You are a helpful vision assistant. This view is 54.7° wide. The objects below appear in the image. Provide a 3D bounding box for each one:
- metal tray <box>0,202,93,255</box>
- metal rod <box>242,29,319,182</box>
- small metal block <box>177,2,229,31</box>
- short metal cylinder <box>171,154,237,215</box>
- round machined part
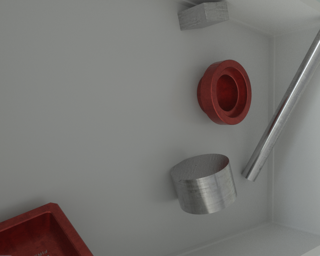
[{"bbox_3d":[-0.129,0.124,0.256,0.131,0.090,0.030,-18,134,-39],"label":"metal tray"},{"bbox_3d":[0.216,-0.046,0.515,0.025,0.025,0.298,16,104,-39],"label":"metal rod"},{"bbox_3d":[0.062,-0.160,0.444,0.050,0.050,0.025,-21,104,-38],"label":"small metal block"},{"bbox_3d":[0.060,0.074,0.424,0.081,0.080,0.050,-26,107,-37],"label":"short metal cylinder"},{"bbox_3d":[0.095,-0.053,0.478,0.099,0.042,0.097,0,90,-40],"label":"round machined part"}]
